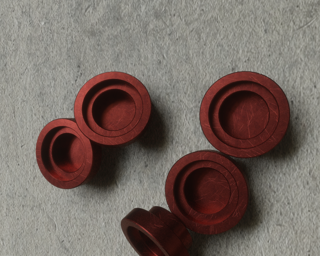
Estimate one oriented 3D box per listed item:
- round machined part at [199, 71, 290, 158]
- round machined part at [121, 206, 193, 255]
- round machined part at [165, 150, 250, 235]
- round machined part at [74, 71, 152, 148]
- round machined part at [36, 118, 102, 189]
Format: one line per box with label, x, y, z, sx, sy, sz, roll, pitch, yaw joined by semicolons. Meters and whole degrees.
round machined part;0.099;-0.015;0.365;0.098;0.042;0.097;0;90;20
round machined part;0.001;0.136;0.382;0.098;0.042;0.097;32;143;28
round machined part;0.059;0.075;0.379;0.098;0.042;0.097;0;90;20
round machined part;-0.059;-0.021;0.409;0.099;0.042;0.098;0;77;1
round machined part;-0.124;0.034;0.441;0.098;0.042;0.097;1;93;23
